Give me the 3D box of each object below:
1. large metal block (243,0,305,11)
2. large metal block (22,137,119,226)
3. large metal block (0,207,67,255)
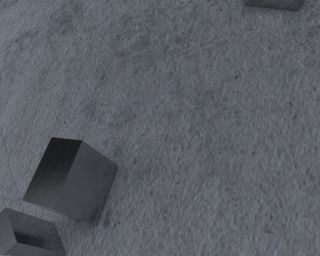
[{"bbox_3d":[0.168,-0.215,0.431,0.080,0.050,0.080,23,74,36],"label":"large metal block"},{"bbox_3d":[-0.105,0.066,0.381,0.050,0.080,0.080,4,64,30],"label":"large metal block"},{"bbox_3d":[-0.175,0.150,0.366,0.080,0.080,0.050,-42,51,-1],"label":"large metal block"}]
